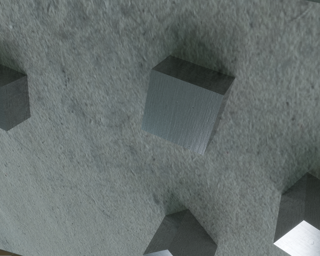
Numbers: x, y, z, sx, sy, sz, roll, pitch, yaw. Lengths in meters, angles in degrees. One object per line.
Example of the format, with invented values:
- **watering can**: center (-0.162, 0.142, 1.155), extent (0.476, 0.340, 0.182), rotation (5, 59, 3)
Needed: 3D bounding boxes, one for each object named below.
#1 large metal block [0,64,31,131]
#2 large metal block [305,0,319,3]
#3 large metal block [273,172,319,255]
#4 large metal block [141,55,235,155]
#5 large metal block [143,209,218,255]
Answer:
- **large metal block**: center (-0.258, -0.053, 0.491), extent (0.080, 0.050, 0.079), rotation (23, 127, 14)
- **large metal block**: center (0.108, -0.144, 0.225), extent (0.050, 0.080, 0.079), rotation (19, 126, 16)
- **large metal block**: center (0.181, 0.109, 0.344), extent (0.080, 0.080, 0.050), rotation (33, 129, 6)
- **large metal block**: center (0.030, -0.027, 0.357), extent (0.080, 0.050, 0.079), rotation (23, 127, 14)
- **large metal block**: center (0.033, 0.184, 0.466), extent (0.050, 0.080, 0.080), rotation (-30, 102, 37)
